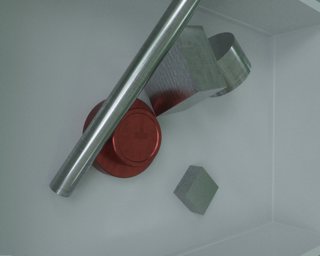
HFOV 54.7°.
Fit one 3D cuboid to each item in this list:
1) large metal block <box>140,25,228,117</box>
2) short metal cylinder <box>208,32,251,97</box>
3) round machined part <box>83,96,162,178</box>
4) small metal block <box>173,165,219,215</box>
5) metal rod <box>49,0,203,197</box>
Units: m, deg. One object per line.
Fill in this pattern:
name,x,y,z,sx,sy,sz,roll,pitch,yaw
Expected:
large metal block,0.023,-0.068,0.378,0.050,0.080,0.080,-15,81,-40
short metal cylinder,0.081,-0.090,0.441,0.050,0.080,0.080,48,62,-30
round machined part,-0.037,0.011,0.366,0.099,0.042,0.097,0,90,-40
small metal block,0.054,0.091,0.455,0.050,0.025,0.050,51,60,-28
metal rod,-0.020,-0.058,0.315,0.025,0.025,0.299,32,94,-36
